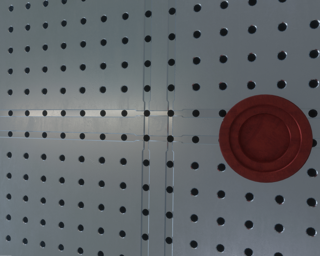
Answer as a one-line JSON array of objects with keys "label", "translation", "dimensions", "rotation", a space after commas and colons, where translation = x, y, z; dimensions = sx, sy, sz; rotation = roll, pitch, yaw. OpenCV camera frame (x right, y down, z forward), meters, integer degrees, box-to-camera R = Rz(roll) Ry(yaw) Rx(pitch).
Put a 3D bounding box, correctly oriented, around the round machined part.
[{"label": "round machined part", "translation": [0.121, 0.012, 0.361], "dimensions": [0.098, 0.042, 0.097], "rotation": [0, 90, 20]}]
